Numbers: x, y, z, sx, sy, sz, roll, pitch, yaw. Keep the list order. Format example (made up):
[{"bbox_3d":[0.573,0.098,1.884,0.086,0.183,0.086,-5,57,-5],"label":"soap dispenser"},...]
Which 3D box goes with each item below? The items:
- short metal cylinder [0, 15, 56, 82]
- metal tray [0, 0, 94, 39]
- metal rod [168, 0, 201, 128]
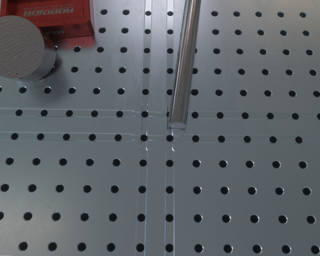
[{"bbox_3d":[-0.190,-0.105,0.420,0.081,0.050,0.079,0,94,-3],"label":"short metal cylinder"},{"bbox_3d":[-0.171,-0.182,0.474,0.131,0.030,0.090,-6,70,-3],"label":"metal tray"},{"bbox_3d":[0.043,-0.143,0.464,0.025,0.025,0.299,8,70,3],"label":"metal rod"}]
